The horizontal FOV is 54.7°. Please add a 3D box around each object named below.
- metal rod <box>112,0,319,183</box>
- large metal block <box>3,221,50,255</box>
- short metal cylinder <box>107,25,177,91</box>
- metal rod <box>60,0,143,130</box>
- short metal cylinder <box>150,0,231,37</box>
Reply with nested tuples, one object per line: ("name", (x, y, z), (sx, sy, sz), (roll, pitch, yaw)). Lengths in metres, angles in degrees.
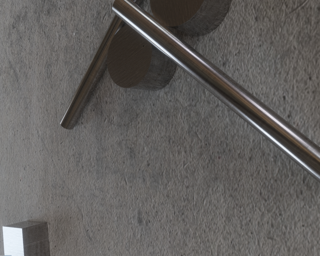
("metal rod", (0.056, -0.050, 0.323), (0.300, 0.025, 0.025), (43, 117, 19))
("large metal block", (-0.261, 0.228, 0.604), (0.080, 0.050, 0.080), (-12, 83, 39))
("short metal cylinder", (-0.024, -0.090, 0.409), (0.080, 0.050, 0.079), (0, 90, 40))
("metal rod", (-0.084, -0.116, 0.474), (0.025, 0.025, 0.298), (50, 119, 28))
("short metal cylinder", (0.035, -0.152, 0.360), (0.080, 0.050, 0.079), (0, 90, 40))
